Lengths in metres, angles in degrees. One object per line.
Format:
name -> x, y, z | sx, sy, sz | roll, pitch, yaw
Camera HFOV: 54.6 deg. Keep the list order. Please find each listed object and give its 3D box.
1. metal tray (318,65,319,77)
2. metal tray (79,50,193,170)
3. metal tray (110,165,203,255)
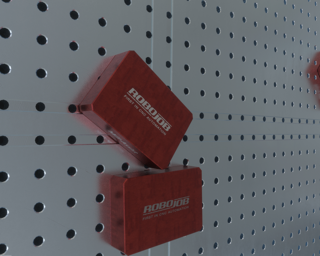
metal tray -> 0.441, -0.121, 0.772 | 0.090, 0.030, 0.130 | -51, 120, -28
metal tray -> -0.023, -0.019, 0.386 | 0.130, 0.030, 0.090 | 44, 64, -31
metal tray -> 0.000, 0.101, 0.405 | 0.131, 0.030, 0.090 | -2, 91, -40
